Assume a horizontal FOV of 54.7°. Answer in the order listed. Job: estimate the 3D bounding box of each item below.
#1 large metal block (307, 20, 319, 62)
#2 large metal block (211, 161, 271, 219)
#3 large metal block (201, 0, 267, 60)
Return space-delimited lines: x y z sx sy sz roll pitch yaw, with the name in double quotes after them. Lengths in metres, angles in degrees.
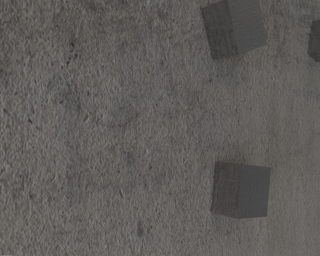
0.386 -0.200 0.691 0.050 0.080 0.080 22 76 -38 "large metal block"
0.131 0.098 0.498 0.081 0.050 0.080 11 83 -40 "large metal block"
0.118 -0.158 0.486 0.081 0.050 0.080 -26 106 -37 "large metal block"
